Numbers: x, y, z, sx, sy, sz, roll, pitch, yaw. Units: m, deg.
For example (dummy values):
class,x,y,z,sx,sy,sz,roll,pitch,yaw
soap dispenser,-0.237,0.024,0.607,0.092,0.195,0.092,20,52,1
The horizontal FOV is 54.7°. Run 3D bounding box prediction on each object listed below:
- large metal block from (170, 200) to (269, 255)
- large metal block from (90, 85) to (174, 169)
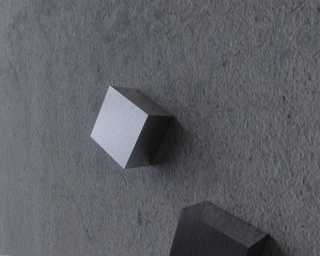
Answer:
class,x,y,z,sx,sy,sz,roll,pitch,yaw
large metal block,0.060,0.138,0.339,0.080,0.050,0.079,22,104,38
large metal block,-0.040,-0.002,0.422,0.080,0.050,0.079,38,113,33
